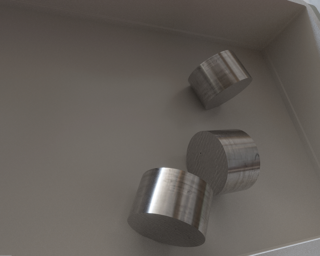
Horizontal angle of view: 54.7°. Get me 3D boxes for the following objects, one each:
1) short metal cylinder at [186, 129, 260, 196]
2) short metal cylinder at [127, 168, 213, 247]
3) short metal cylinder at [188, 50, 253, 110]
[{"bbox_3d":[0.077,0.042,0.388,0.050,0.080,0.080,-3,63,-30],"label":"short metal cylinder"},{"bbox_3d":[0.012,0.085,0.326,0.080,0.080,0.050,27,52,-12],"label":"short metal cylinder"},{"bbox_3d":[0.089,-0.071,0.464,0.081,0.080,0.050,-21,73,-36],"label":"short metal cylinder"}]
